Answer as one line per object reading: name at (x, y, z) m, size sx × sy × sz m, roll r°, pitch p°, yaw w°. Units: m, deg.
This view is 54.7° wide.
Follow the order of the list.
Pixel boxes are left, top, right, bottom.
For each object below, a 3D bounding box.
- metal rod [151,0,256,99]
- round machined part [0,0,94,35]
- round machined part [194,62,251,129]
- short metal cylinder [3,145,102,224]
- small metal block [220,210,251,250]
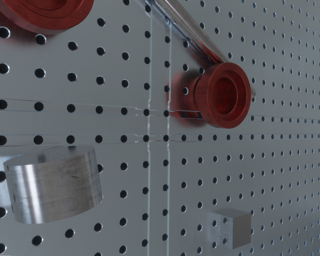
metal rod at (0.057, -0.133, 0.456) m, size 0.301 × 0.025 × 0.025 m, roll 37°, pitch 68°, yaw -34°
round machined part at (-0.117, -0.140, 0.300) m, size 0.099 × 0.042 × 0.097 m, roll 0°, pitch 90°, yaw -40°
round machined part at (0.091, -0.049, 0.472) m, size 0.099 × 0.042 × 0.097 m, roll -3°, pitch 95°, yaw -37°
short metal cylinder at (-0.098, 0.049, 0.291) m, size 0.081 × 0.080 × 0.050 m, roll -13°, pitch 98°, yaw -39°
small metal block at (0.127, 0.168, 0.516) m, size 0.050 × 0.025 × 0.050 m, roll 1°, pitch 89°, yaw -40°
